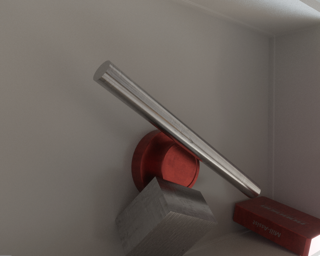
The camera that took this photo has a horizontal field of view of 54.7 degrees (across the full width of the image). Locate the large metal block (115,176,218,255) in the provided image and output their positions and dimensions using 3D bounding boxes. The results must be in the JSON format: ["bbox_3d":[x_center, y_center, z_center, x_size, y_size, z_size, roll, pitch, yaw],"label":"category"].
[{"bbox_3d":[0.007,0.113,0.373,0.080,0.050,0.080,26,114,-38],"label":"large metal block"}]

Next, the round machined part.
[{"bbox_3d":[0.015,0.051,0.410,0.099,0.042,0.097,0,90,-40],"label":"round machined part"}]

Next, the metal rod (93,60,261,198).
[{"bbox_3d":[0.042,0.019,0.389,0.301,0.025,0.025,37,67,-33],"label":"metal rod"}]

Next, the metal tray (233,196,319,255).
[{"bbox_3d":[0.199,0.155,0.506,0.091,0.130,0.030,-1,102,-40],"label":"metal tray"}]
